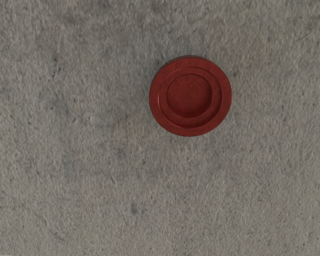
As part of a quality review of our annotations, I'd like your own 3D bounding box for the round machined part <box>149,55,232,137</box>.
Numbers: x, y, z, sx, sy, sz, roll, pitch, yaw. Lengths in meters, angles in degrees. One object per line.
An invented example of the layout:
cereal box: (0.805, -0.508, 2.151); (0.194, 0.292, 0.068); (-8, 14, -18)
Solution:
round machined part: (0.036, -0.042, 0.386); (0.099, 0.042, 0.097); (0, 110, -1)
